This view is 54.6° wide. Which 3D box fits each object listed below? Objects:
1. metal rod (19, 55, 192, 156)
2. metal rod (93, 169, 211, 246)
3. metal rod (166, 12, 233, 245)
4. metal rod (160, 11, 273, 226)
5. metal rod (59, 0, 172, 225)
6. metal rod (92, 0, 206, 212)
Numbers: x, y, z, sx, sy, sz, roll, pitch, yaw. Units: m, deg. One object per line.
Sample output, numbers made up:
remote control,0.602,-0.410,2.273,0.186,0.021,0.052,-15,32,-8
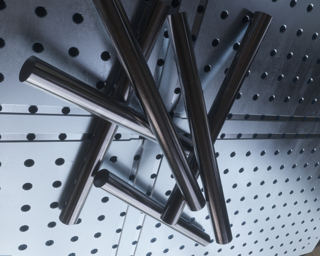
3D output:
metal rod,-0.019,-0.002,0.370,0.301,0.025,0.025,27,104,-46
metal rod,0.006,0.136,0.483,0.025,0.025,0.300,-44,134,2
metal rod,0.052,0.013,0.385,0.025,0.025,0.298,-19,107,-17
metal rod,0.072,-0.007,0.412,0.025,0.025,0.299,19,98,-36
metal rod,-0.061,-0.005,0.373,0.025,0.025,0.298,14,111,-34
metal rod,-0.007,-0.024,0.345,0.025,0.025,0.299,-29,115,-10
